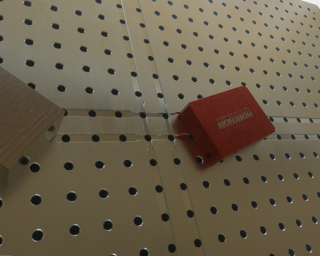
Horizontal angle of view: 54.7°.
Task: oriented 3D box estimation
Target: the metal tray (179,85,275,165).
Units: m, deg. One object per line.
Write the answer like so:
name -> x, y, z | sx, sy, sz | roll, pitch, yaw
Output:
metal tray -> 0.104, -0.009, 0.466 | 0.131, 0.030, 0.090 | -20, 72, -35

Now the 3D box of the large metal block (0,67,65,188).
large metal block -> -0.157, -0.002, 0.309 | 0.080, 0.050, 0.080 | 36, 51, -5
